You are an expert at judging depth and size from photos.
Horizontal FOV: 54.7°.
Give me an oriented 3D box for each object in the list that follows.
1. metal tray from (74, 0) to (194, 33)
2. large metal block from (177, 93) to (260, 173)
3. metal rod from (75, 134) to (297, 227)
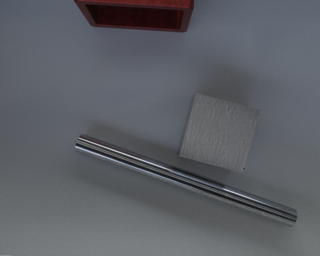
[{"bbox_3d":[-0.028,-0.149,0.378,0.131,0.090,0.030,3,90,-1],"label":"metal tray"},{"bbox_3d":[0.072,0.006,0.400,0.080,0.050,0.080,15,90,-1],"label":"large metal block"},{"bbox_3d":[0.034,0.070,0.411,0.302,0.025,0.025,20,90,-1],"label":"metal rod"}]
